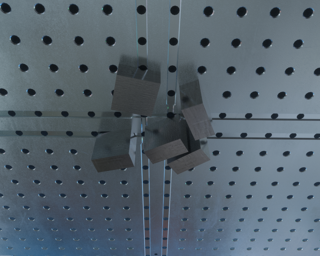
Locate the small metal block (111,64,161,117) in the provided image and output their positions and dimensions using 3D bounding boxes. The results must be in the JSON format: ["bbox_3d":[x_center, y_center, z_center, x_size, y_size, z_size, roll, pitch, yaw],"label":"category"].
[{"bbox_3d":[-0.029,-0.044,0.373,0.050,0.025,0.050,10,130,-9],"label":"small metal block"}]

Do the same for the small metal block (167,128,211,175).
[{"bbox_3d":[0.037,0.028,0.419,0.050,0.050,0.025,-28,125,21],"label":"small metal block"}]

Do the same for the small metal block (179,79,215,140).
[{"bbox_3d":[0.045,-0.022,0.377,0.025,0.050,0.050,-17,128,14],"label":"small metal block"}]

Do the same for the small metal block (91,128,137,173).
[{"bbox_3d":[-0.061,0.030,0.420,0.050,0.050,0.025,-10,129,8],"label":"small metal block"}]

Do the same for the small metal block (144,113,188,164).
[{"bbox_3d":[0.008,0.014,0.407,0.050,0.050,0.025,-21,127,17],"label":"small metal block"}]
